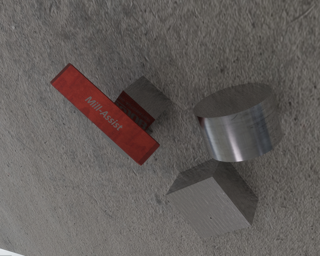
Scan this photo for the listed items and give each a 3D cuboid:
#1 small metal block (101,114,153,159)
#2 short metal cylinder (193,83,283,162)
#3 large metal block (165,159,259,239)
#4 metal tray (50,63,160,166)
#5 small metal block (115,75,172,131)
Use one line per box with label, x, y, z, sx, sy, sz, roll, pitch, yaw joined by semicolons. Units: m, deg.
small metal block;-0.047;0.008;0.437;0.050;0.025;0.050;44;129;-3
short metal cylinder;0.081;-0.008;0.324;0.080;0.080;0.050;-9;114;32
large metal block;0.069;0.092;0.411;0.080;0.050;0.080;-32;101;38
metal tray;-0.059;-0.012;0.364;0.130;0.090;0.030;42;86;2
small metal block;-0.020;-0.031;0.382;0.050;0.050;0.025;42;129;-1
